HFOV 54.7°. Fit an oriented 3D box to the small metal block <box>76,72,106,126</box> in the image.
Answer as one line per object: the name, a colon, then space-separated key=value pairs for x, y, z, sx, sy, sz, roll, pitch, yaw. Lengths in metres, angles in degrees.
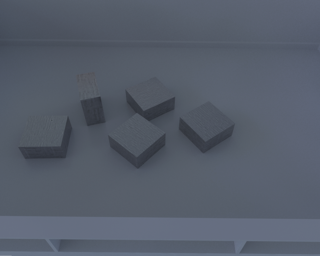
small metal block: x=-0.094 y=-0.039 z=0.421 sx=0.025 sy=0.050 sz=0.050 roll=-13 pitch=51 yaw=-11

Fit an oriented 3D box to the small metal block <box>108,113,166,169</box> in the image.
small metal block: x=-0.029 y=0.015 z=0.392 sx=0.050 sy=0.025 sz=0.050 roll=35 pitch=58 yaw=25

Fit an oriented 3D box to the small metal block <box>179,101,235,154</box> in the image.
small metal block: x=0.061 y=-0.002 z=0.408 sx=0.050 sy=0.025 sz=0.050 roll=-29 pitch=56 yaw=-23

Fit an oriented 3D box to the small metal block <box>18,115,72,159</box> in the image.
small metal block: x=-0.144 y=0.011 z=0.394 sx=0.050 sy=0.025 sz=0.050 roll=-1 pitch=50 yaw=-1

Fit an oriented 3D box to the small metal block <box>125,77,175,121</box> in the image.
small metal block: x=-0.014 y=-0.041 z=0.439 sx=0.050 sy=0.025 sz=0.050 roll=-26 pitch=55 yaw=-21
